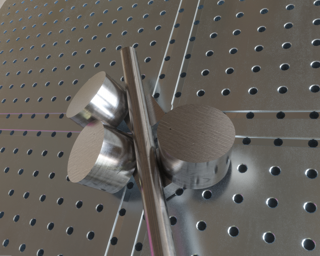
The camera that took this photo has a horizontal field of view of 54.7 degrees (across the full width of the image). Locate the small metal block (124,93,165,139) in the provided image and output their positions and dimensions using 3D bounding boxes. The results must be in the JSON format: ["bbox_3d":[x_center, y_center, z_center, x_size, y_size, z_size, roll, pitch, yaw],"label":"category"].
[{"bbox_3d":[-0.017,-0.011,0.420,0.050,0.025,0.050,-37,51,3],"label":"small metal block"}]

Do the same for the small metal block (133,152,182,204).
[{"bbox_3d":[-0.002,0.057,0.370,0.050,0.025,0.050,-35,51,5],"label":"small metal block"}]

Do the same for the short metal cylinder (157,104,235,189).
[{"bbox_3d":[0.038,0.019,0.339,0.080,0.050,0.080,-2,49,2],"label":"short metal cylinder"}]

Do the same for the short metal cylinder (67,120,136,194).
[{"bbox_3d":[-0.072,0.036,0.386,0.080,0.050,0.080,-31,45,38],"label":"short metal cylinder"}]

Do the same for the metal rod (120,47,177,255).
[{"bbox_3d":[-0.022,0.006,0.378,0.025,0.025,0.299,-23,53,14],"label":"metal rod"}]

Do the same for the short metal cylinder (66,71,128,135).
[{"bbox_3d":[-0.085,-0.033,0.434,0.080,0.050,0.080,-34,33,26],"label":"short metal cylinder"}]
